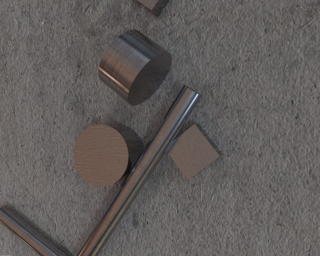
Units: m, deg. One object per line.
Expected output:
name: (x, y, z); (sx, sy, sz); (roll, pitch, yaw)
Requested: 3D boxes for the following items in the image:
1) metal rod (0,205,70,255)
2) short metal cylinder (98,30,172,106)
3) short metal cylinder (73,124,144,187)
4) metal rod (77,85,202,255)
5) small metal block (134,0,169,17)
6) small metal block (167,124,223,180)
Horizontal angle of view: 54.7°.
metal rod: (-0.131, 0.207, 0.455); (0.300, 0.025, 0.025); (30, 100, 17)
short metal cylinder: (-0.030, -0.075, 0.390); (0.050, 0.080, 0.080); (40, 103, 15)
short metal cylinder: (-0.068, 0.035, 0.420); (0.080, 0.050, 0.079); (0, 90, 20)
metal rod: (-0.038, 0.078, 0.400); (0.025, 0.025, 0.299); (36, 104, 16)
small metal block: (-0.011, -0.187, 0.413); (0.050, 0.025, 0.050); (39, 102, 15)
small metal block: (0.043, 0.030, 0.394); (0.050, 0.025, 0.050); (-40, 78, 15)
